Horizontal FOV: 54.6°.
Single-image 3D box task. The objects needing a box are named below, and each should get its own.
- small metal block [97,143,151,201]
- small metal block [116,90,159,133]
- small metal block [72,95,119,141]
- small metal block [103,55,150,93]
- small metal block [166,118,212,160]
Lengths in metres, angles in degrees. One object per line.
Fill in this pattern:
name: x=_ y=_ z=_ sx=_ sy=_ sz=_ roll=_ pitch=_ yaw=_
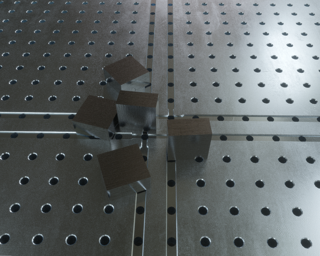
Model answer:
small metal block: x=-0.042 y=0.051 z=0.365 sx=0.050 sy=0.025 sz=0.050 roll=-15 pitch=52 yaw=-13
small metal block: x=-0.028 y=-0.021 z=0.409 sx=0.050 sy=0.050 sz=0.025 roll=6 pitch=51 yaw=5
small metal block: x=-0.082 y=-0.014 z=0.420 sx=0.050 sy=0.025 sz=0.050 roll=13 pitch=51 yaw=11
small metal block: x=-0.051 y=-0.080 z=0.475 sx=0.050 sy=0.025 sz=0.050 roll=-30 pitch=56 yaw=-23
small metal block: x=0.034 y=0.014 z=0.380 sx=0.050 sy=0.050 sz=0.025 roll=-3 pitch=50 yaw=-2
